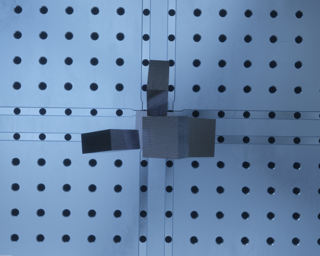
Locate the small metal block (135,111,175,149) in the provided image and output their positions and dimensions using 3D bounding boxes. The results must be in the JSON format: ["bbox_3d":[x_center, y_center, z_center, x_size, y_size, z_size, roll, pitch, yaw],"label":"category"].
[{"bbox_3d":[-0.007,0.003,0.414,0.050,0.025,0.050,2,90,0],"label":"small metal block"}]

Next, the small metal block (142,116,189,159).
[{"bbox_3d":[0.006,0.011,0.377,0.050,0.025,0.050,0,90,33],"label":"small metal block"}]

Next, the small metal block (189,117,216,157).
[{"bbox_3d":[0.044,0.012,0.403,0.050,0.025,0.050,3,90,-31],"label":"small metal block"}]

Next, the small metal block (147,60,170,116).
[{"bbox_3d":[-0.002,-0.049,0.391,0.025,0.050,0.050,3,54,1],"label":"small metal block"}]

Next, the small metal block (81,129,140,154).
[{"bbox_3d":[-0.062,0.017,0.390,0.050,0.050,0.025,-9,84,35],"label":"small metal block"}]
